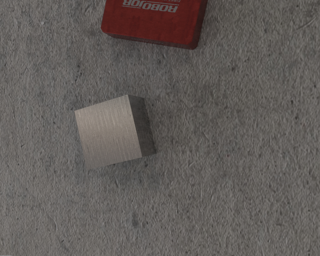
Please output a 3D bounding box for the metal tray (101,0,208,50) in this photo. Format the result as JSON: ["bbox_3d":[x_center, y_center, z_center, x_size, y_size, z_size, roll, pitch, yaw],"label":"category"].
[{"bbox_3d":[-0.007,-0.159,0.409,0.130,0.030,0.089,14,95,19],"label":"metal tray"}]

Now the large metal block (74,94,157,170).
[{"bbox_3d":[-0.059,0.006,0.416,0.080,0.050,0.080,-15,85,19],"label":"large metal block"}]
